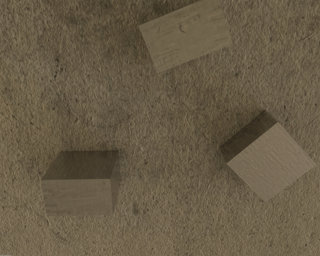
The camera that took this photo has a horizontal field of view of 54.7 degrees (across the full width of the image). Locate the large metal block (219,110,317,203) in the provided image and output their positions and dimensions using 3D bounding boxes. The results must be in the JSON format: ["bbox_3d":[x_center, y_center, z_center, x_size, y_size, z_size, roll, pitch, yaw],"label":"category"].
[{"bbox_3d":[0.140,0.037,0.411,0.080,0.050,0.080,-42,105,14],"label":"large metal block"}]

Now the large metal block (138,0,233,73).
[{"bbox_3d":[0.026,-0.105,0.342,0.080,0.080,0.050,-20,109,7],"label":"large metal block"}]

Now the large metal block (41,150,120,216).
[{"bbox_3d":[-0.097,0.069,0.405,0.081,0.080,0.050,-1,110,0],"label":"large metal block"}]
